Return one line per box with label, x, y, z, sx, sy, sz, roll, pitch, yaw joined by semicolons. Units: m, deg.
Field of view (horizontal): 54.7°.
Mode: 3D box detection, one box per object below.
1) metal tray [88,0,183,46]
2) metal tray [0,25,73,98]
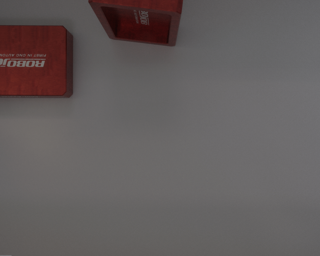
metal tray;-0.022;-0.130;0.358;0.091;0.130;0.030;7;90;0
metal tray;-0.184;-0.086;0.407;0.131;0.030;0.089;0;90;0
